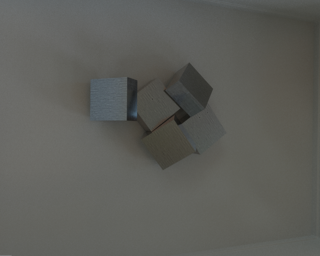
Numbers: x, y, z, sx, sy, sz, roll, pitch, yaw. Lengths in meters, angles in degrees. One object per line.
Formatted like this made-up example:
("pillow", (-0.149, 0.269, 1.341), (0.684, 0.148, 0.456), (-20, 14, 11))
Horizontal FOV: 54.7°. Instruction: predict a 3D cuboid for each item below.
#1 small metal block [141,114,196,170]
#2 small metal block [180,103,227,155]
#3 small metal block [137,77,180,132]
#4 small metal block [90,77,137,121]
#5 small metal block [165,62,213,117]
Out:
("small metal block", (0.012, 0.018, 0.402), (0.050, 0.025, 0.050), (-32, 102, 14))
("small metal block", (0.056, 0.001, 0.431), (0.050, 0.025, 0.050), (-38, 102, -16))
("small metal block", (-0.011, -0.030, 0.406), (0.050, 0.025, 0.050), (-39, 103, -16))
("small metal block", (-0.056, -0.033, 0.374), (0.050, 0.025, 0.050), (0, 89, 23))
("small metal block", (0.040, -0.051, 0.412), (0.050, 0.025, 0.050), (45, 41, -15))
